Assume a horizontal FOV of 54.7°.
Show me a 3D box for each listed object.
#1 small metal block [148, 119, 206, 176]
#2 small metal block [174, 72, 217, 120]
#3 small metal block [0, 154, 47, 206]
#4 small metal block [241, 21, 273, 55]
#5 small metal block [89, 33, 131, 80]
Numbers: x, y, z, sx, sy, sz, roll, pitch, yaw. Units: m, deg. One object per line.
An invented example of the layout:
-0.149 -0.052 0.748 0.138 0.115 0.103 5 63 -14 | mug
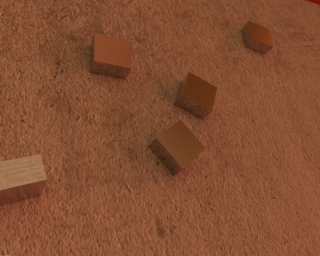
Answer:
0.022 0.025 0.400 0.050 0.025 0.050 49 51 6 | small metal block
0.054 -0.048 0.462 0.050 0.025 0.050 27 52 -11 | small metal block
-0.136 0.050 0.284 0.050 0.050 0.025 -10 67 -32 | small metal block
0.193 -0.179 0.617 0.050 0.025 0.050 14 56 -21 | small metal block
-0.069 -0.099 0.427 0.050 0.025 0.050 8 58 -24 | small metal block
